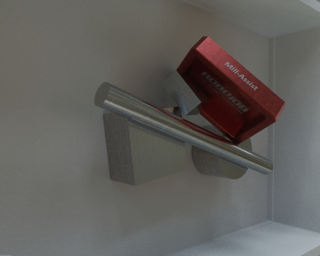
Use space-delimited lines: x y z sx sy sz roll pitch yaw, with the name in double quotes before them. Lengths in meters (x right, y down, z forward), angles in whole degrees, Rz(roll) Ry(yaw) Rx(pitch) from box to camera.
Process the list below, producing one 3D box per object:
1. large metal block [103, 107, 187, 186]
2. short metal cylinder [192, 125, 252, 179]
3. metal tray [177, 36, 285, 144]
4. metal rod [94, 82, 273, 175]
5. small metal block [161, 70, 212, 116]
"large metal block" -0.017 0.018 0.377 0.081 0.050 0.079 -10 97 -40
"short metal cylinder" 0.095 0.035 0.471 0.081 0.050 0.079 0 90 -40
"metal tray" 0.080 -0.044 0.400 0.130 0.090 0.030 41 60 0
"metal rod" 0.054 0.014 0.386 0.302 0.025 0.025 23 76 -38
"small metal block" 0.035 -0.044 0.392 0.050 0.025 0.050 54 21 12
